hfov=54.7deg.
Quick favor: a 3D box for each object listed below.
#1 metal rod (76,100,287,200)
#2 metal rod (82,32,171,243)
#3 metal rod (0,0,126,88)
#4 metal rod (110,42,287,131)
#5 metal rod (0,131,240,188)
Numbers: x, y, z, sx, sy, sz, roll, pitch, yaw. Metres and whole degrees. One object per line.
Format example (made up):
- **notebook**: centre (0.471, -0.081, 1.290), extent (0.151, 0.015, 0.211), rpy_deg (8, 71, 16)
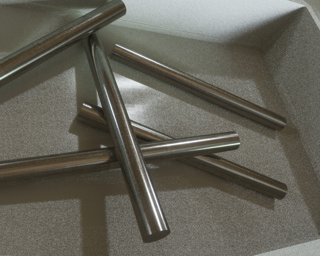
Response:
- **metal rod**: centre (0.040, 0.035, 0.407), extent (0.302, 0.025, 0.025), rpy_deg (23, 53, -15)
- **metal rod**: centre (-0.051, -0.020, 0.351), extent (0.025, 0.025, 0.299), rpy_deg (-1, 50, -29)
- **metal rod**: centre (-0.148, -0.082, 0.355), extent (0.025, 0.025, 0.301), rpy_deg (45, 57, 2)
- **metal rod**: centre (0.069, -0.058, 0.480), extent (0.302, 0.025, 0.025), rpy_deg (21, 54, -16)
- **metal rod**: centre (-0.040, 0.032, 0.345), extent (0.303, 0.025, 0.025), rpy_deg (-6, 65, -24)
